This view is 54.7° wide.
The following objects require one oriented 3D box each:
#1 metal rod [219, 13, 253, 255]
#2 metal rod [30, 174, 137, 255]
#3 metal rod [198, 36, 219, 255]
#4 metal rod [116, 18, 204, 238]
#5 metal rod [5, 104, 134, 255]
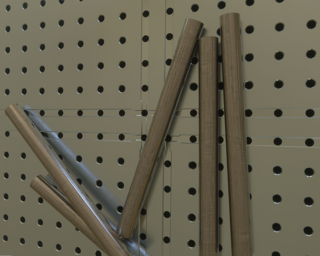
[{"bbox_3d":[0.093,0.011,0.379,0.025,0.025,0.298,-3,89,19],"label":"metal rod"},{"bbox_3d":[-0.071,0.164,0.436,0.300,0.025,0.025,35,101,16],"label":"metal rod"},{"bbox_3d":[0.061,0.037,0.390,0.025,0.025,0.298,0,90,19],"label":"metal rod"},{"bbox_3d":[-0.002,0.005,0.412,0.025,0.025,0.298,21,97,18],"label":"metal rod"},{"bbox_3d":[-0.137,0.074,0.447,0.025,0.025,0.300,-48,71,13],"label":"metal rod"}]
